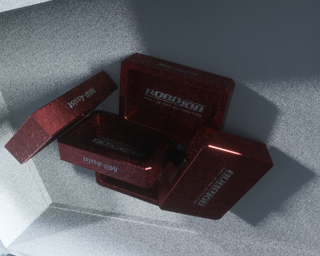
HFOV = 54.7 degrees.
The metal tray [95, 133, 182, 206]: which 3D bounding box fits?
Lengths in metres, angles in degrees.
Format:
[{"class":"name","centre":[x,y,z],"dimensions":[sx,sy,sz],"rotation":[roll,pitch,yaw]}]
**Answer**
[{"class":"metal tray","centre":[-0.034,0.060,0.455],"dimensions":[0.130,0.030,0.089],"rotation":[15,125,19]}]

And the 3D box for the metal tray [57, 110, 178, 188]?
[{"class":"metal tray","centre":[-0.053,0.022,0.403],"dimensions":[0.130,0.090,0.030],"rotation":[15,124,19]}]

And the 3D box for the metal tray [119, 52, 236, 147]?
[{"class":"metal tray","centre":[0.015,-0.030,0.375],"dimensions":[0.130,0.030,0.089],"rotation":[19,126,16]}]

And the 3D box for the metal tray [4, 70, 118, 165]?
[{"class":"metal tray","centre":[-0.119,-0.016,0.388],"dimensions":[0.090,0.131,0.030],"rotation":[-33,100,38]}]

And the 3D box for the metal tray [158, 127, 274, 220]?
[{"class":"metal tray","centre":[0.063,0.062,0.382],"dimensions":[0.091,0.030,0.129],"rotation":[15,131,-17]}]
